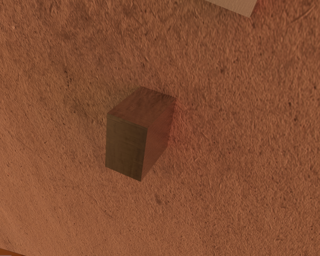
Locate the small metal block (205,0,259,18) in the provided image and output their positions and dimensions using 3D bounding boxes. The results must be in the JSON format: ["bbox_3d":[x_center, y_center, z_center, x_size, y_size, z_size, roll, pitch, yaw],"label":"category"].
[{"bbox_3d":[0.072,-0.137,0.284,0.050,0.025,0.050,27,128,11],"label":"small metal block"}]

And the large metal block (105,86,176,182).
[{"bbox_3d":[-0.024,0.005,0.387,0.050,0.080,0.079,21,126,16],"label":"large metal block"}]
